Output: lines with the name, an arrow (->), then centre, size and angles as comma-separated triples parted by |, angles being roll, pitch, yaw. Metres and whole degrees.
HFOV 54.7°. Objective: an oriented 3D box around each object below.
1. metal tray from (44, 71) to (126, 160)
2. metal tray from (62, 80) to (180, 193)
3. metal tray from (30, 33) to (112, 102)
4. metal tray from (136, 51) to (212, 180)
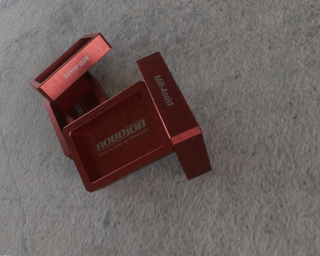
metal tray -> -0.118, -0.021, 0.472 | 0.090, 0.030, 0.130 | -38, 51, 2
metal tray -> -0.049, 0.012, 0.381 | 0.130, 0.030, 0.090 | -29, 79, 19
metal tray -> -0.149, -0.103, 0.511 | 0.130, 0.030, 0.090 | -46, 30, -12
metal tray -> 0.015, -0.015, 0.359 | 0.030, 0.090, 0.130 | -24, 53, 1
